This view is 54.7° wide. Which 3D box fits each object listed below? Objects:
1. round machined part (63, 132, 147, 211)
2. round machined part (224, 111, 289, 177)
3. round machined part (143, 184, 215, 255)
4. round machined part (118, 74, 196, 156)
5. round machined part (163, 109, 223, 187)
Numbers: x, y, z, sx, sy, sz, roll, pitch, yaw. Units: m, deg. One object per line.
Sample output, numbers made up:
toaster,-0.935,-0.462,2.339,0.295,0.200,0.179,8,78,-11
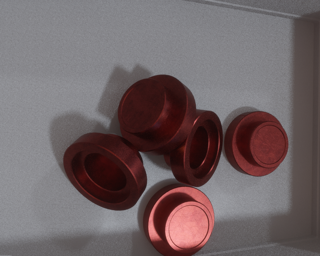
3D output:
round machined part,-0.059,0.046,0.361,0.098,0.098,0.042,53,39,-13
round machined part,0.149,0.023,0.458,0.099,0.042,0.097,0,90,-21
round machined part,0.031,0.127,0.414,0.099,0.042,0.097,0,90,-21
round machined part,-0.011,-0.020,0.365,0.042,0.098,0.098,30,78,-51
round machined part,0.040,0.024,0.402,0.099,0.042,0.097,-18,112,-51
